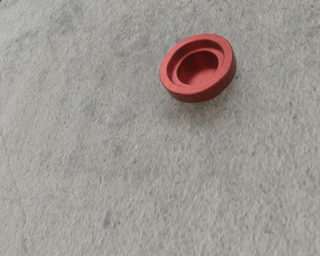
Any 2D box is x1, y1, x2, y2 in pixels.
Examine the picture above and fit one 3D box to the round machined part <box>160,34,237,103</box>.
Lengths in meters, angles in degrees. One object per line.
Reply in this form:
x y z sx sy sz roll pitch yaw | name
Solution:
0.053 -0.074 0.410 0.098 0.042 0.098 -13 56 20 | round machined part
